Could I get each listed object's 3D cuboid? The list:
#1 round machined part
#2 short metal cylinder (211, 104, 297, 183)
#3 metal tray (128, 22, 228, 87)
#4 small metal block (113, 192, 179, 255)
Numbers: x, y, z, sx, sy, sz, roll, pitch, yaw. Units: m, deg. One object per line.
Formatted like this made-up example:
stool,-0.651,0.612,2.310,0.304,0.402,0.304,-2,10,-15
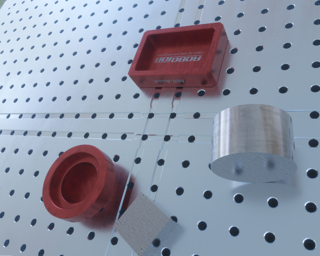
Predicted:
round machined part,-0.100,0.074,0.405,0.098,0.042,0.098,-13,56,21
short metal cylinder,0.093,0.018,0.313,0.080,0.080,0.050,-7,59,24
metal tray,0.025,-0.106,0.456,0.130,0.030,0.090,4,63,30
small metal block,-0.016,0.110,0.349,0.050,0.025,0.050,34,81,38
